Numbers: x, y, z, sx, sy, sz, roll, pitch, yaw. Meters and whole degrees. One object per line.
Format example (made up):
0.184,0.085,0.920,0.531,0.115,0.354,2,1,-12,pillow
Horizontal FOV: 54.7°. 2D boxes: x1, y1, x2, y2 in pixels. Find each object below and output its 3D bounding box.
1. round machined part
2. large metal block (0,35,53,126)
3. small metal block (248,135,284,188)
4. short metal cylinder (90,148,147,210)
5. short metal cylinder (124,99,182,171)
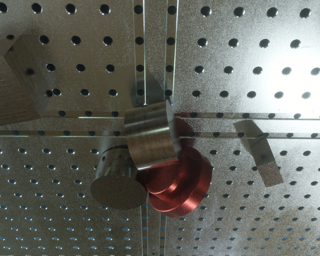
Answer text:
0.019,0.067,0.422,0.098,0.098,0.042,-36,122,26,round machined part
-0.183,-0.050,0.350,0.080,0.050,0.080,-10,130,8,large metal block
0.150,0.047,0.438,0.025,0.050,0.050,-21,127,17,small metal block
-0.056,0.076,0.455,0.080,0.050,0.079,3,131,3,short metal cylinder
-0.006,0.009,0.383,0.050,0.080,0.080,-13,129,10,short metal cylinder
